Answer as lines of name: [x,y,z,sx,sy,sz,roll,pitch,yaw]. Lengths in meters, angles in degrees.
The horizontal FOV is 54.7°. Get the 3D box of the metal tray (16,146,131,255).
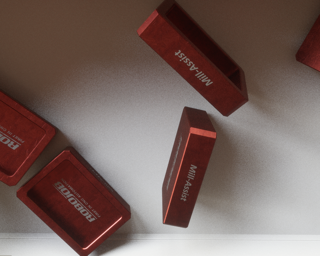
metal tray: [-0.115,0.101,0.427,0.090,0.030,0.130,-41,102,-2]

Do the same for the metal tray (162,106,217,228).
metal tray: [0.032,0.047,0.394,0.030,0.090,0.129,12,110,-5]

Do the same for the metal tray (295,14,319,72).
metal tray: [0.221,-0.087,0.324,0.030,0.130,0.089,7,118,-35]

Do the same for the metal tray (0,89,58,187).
metal tray: [-0.210,0.001,0.388,0.130,0.030,0.090,37,82,-13]

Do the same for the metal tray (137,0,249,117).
metal tray: [0.041,-0.082,0.344,0.130,0.090,0.030,41,120,-14]
